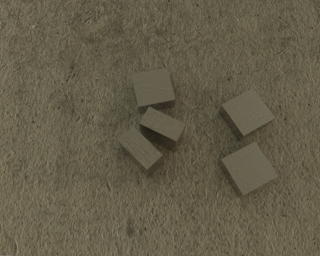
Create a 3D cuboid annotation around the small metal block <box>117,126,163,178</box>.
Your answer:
[{"bbox_3d":[-0.023,0.031,0.383,0.025,0.050,0.050,-43,76,-14],"label":"small metal block"}]

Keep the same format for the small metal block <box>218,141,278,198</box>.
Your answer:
[{"bbox_3d":[0.109,0.053,0.389,0.050,0.025,0.050,-26,72,-9],"label":"small metal block"}]

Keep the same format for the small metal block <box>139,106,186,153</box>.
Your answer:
[{"bbox_3d":[0.003,0.003,0.394,0.050,0.050,0.025,26,72,9],"label":"small metal block"}]

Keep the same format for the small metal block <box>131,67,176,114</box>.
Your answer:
[{"bbox_3d":[-0.009,-0.051,0.427,0.050,0.025,0.050,-12,71,-4],"label":"small metal block"}]

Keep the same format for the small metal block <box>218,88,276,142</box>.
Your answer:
[{"bbox_3d":[0.115,-0.018,0.415,0.050,0.025,0.050,-28,73,-10],"label":"small metal block"}]
